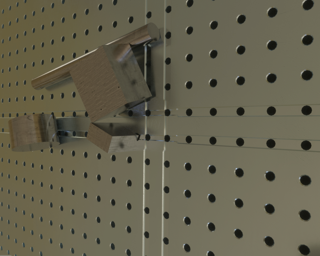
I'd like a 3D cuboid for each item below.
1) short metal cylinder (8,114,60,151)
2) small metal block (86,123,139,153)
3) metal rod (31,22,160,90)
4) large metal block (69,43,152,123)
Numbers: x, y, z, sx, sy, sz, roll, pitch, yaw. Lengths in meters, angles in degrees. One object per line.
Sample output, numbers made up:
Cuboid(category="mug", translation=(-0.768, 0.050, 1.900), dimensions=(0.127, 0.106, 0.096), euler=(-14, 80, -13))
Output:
Cuboid(category="short metal cylinder", translation=(-0.225, 0.010, 0.556), dimensions=(0.080, 0.081, 0.050), euler=(-19, 78, 38))
Cuboid(category="small metal block", translation=(-0.069, 0.013, 0.447), dimensions=(0.050, 0.050, 0.025), euler=(28, 108, 36))
Cuboid(category="metal rod", translation=(-0.123, -0.107, 0.508), dimensions=(0.300, 0.025, 0.025), euler=(-11, 83, 39))
Cuboid(category="large metal block", translation=(-0.070, -0.062, 0.434), dimensions=(0.080, 0.050, 0.080), euler=(-24, 90, 40))
